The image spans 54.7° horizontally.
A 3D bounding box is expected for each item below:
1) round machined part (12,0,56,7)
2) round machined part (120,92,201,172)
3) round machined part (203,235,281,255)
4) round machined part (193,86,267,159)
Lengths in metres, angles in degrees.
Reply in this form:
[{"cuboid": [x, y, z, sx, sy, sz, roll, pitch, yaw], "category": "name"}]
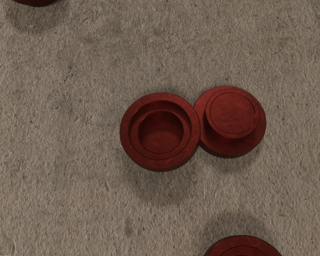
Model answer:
[{"cuboid": [-0.193, -0.229, 0.480, 0.099, 0.042, 0.098, 0, 70, -1], "category": "round machined part"}, {"cuboid": [0.002, 0.008, 0.392, 0.099, 0.042, 0.098, -2, 71, 6], "category": "round machined part"}, {"cuboid": [0.089, 0.169, 0.338, 0.099, 0.042, 0.098, 0, 70, -1], "category": "round machined part"}, {"cuboid": [0.090, -0.012, 0.405, 0.099, 0.042, 0.098, 0, 70, -1], "category": "round machined part"}]
